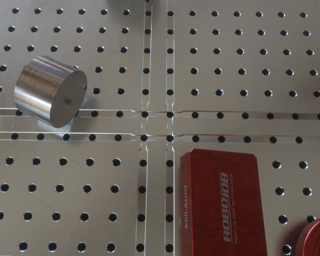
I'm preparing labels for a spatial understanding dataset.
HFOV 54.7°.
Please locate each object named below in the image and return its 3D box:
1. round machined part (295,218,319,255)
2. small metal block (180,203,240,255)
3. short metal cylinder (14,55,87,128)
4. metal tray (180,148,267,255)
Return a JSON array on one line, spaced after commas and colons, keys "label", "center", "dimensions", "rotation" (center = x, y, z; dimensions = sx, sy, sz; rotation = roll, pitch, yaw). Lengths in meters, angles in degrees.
[{"label": "round machined part", "center": [0.202, 0.150, 0.349], "dimensions": [0.099, 0.042, 0.098], "rotation": [0, 70, 0]}, {"label": "small metal block", "center": [0.059, 0.118, 0.369], "dimensions": [0.050, 0.025, 0.050], "rotation": [-29, 73, -10]}, {"label": "short metal cylinder", "center": [-0.138, -0.046, 0.398], "dimensions": [0.050, 0.080, 0.080], "rotation": [24, 72, 8]}, {"label": "metal tray", "center": [0.072, 0.093, 0.361], "dimensions": [0.091, 0.030, 0.130], "rotation": [7, 69, -17]}]
